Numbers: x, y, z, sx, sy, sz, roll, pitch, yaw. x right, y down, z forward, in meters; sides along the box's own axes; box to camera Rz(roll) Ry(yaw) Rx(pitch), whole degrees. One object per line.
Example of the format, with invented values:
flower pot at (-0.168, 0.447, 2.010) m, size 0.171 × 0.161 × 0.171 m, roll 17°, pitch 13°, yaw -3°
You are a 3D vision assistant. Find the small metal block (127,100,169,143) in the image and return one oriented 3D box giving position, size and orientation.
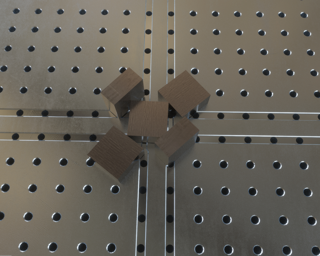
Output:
small metal block at (-0.015, -0.008, 0.414) m, size 0.050 × 0.025 × 0.050 m, roll 3°, pitch 69°, yaw 2°

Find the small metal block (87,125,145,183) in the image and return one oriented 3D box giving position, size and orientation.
small metal block at (-0.056, 0.034, 0.399) m, size 0.050 × 0.025 × 0.050 m, roll 36°, pitch 73°, yaw 12°

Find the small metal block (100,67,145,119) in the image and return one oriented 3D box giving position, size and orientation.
small metal block at (-0.048, -0.045, 0.414) m, size 0.025 × 0.050 × 0.050 m, roll 42°, pitch 76°, yaw 13°

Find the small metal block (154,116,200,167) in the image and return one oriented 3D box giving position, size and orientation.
small metal block at (0.020, 0.018, 0.392) m, size 0.050 × 0.050 × 0.025 m, roll -40°, pitch 75°, yaw -13°

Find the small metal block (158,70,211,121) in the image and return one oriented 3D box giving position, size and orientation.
small metal block at (0.033, -0.043, 0.428) m, size 0.050 × 0.025 × 0.050 m, roll -38°, pitch 75°, yaw -12°
